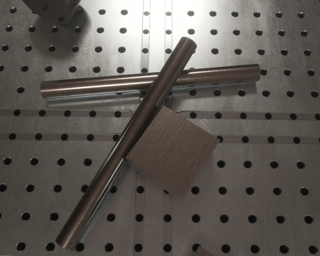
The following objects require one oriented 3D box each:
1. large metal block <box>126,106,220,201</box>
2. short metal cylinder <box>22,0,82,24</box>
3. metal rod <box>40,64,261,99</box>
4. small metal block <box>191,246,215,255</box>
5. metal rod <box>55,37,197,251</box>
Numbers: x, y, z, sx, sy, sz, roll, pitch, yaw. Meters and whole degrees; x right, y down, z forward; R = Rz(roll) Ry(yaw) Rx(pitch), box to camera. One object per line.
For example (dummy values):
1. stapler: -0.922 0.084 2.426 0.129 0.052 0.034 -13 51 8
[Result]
1. large metal block: 0.016 0.033 0.387 0.080 0.050 0.080 33 73 11
2. short metal cylinder: -0.157 -0.200 0.454 0.080 0.080 0.050 18 71 6
3. metal rod: -0.011 -0.066 0.435 0.302 0.025 0.025 -5 70 -3
4. small metal block: 0.053 0.170 0.350 0.050 0.025 0.050 30 72 10
5. metal rod: -0.036 0.010 0.391 0.025 0.025 0.300 29 78 9
